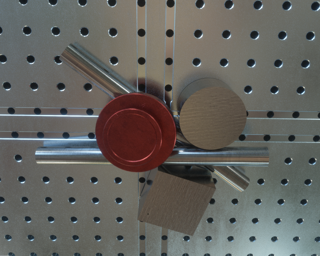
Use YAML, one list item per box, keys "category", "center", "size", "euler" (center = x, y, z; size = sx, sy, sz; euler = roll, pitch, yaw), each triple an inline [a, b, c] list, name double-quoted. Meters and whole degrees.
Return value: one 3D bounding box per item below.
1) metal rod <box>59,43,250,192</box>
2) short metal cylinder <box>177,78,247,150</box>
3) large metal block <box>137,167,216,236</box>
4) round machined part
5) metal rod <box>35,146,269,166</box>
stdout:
- category: "metal rod"
  center: [0.002, -0.006, 0.411]
  size: [0.301, 0.025, 0.025]
  euler: [37, 106, -13]
- category: "short metal cylinder"
  center: [0.063, -0.019, 0.393]
  size: [0.081, 0.050, 0.079]
  euler: [0, 110, -1]
- category: "large metal block"
  center: [0.021, 0.093, 0.432]
  size: [0.080, 0.050, 0.079]
  euler: [19, 109, -7]
- category: "round machined part"
  center: [-0.030, 0.007, 0.371]
  size: [0.099, 0.042, 0.097]
  euler: [1, 102, 5]
- category: "metal rod"
  center: [-0.015, 0.037, 0.407]
  size: [0.302, 0.025, 0.025]
  euler: [0, 110, 7]
